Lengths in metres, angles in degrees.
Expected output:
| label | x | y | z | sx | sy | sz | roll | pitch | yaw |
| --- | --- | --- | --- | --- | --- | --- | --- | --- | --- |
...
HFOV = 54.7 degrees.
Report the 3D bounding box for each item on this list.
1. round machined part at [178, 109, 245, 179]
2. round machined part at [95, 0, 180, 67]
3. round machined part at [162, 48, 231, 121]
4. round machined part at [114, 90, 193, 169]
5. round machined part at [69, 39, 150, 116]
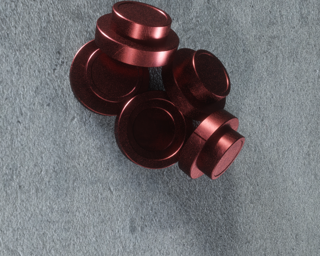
| label | x | y | z | sx | sy | sz | roll | pitch | yaw |
| --- | --- | --- | --- | --- | --- | --- | --- | --- | --- |
| round machined part | 0.072 | 0.028 | 0.400 | 0.042 | 0.098 | 0.098 | 38 | 74 | 26 |
| round machined part | -0.024 | -0.115 | 0.362 | 0.099 | 0.098 | 0.042 | 1 | 132 | -20 |
| round machined part | 0.053 | -0.061 | 0.399 | 0.099 | 0.042 | 0.098 | 21 | 55 | -33 |
| round machined part | -0.010 | 0.002 | 0.398 | 0.099 | 0.042 | 0.097 | 0 | 90 | -21 |
| round machined part | -0.059 | -0.064 | 0.381 | 0.099 | 0.042 | 0.097 | 0 | 90 | -21 |
